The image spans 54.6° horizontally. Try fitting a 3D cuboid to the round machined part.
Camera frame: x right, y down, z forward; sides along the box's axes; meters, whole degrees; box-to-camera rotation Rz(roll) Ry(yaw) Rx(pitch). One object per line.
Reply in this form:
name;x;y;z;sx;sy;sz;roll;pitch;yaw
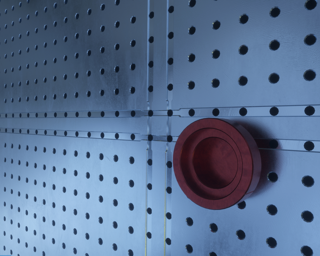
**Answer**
round machined part;0.066;0.038;0.345;0.098;0.042;0.097;0;90;40
